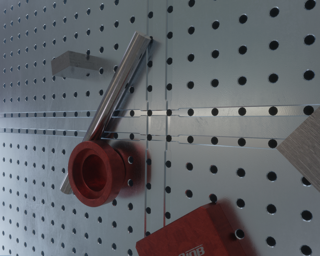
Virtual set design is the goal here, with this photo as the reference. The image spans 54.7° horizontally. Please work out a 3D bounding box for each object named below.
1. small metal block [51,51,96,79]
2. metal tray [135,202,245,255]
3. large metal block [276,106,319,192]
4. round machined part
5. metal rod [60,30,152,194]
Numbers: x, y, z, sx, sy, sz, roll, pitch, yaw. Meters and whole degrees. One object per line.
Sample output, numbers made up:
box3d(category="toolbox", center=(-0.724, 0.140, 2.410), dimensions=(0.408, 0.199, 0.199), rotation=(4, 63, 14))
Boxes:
box3d(category="small metal block", center=(-0.142, -0.103, 0.510), dimensions=(0.050, 0.050, 0.025), rotation=(-14, 81, 39))
box3d(category="metal tray", center=(0.035, 0.158, 0.377), dimensions=(0.129, 0.030, 0.090), rotation=(-40, 66, 32))
box3d(category="large metal block", center=(0.163, 0.018, 0.259), dimensions=(0.080, 0.050, 0.080), rotation=(52, 120, 27))
box3d(category="round machined part", center=(-0.092, 0.067, 0.471), dimensions=(0.098, 0.042, 0.097), rotation=(2, 94, 36))
box3d(category="metal rod", center=(-0.093, -0.011, 0.485), dimensions=(0.025, 0.025, 0.298), rotation=(45, 117, 30))
